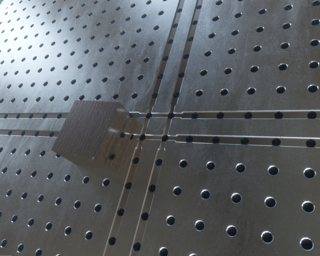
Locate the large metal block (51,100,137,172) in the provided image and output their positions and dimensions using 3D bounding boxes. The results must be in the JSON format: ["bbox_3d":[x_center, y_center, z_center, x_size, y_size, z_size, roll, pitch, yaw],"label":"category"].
[{"bbox_3d":[-0.090,0.009,0.432,0.080,0.050,0.080,5,64,30],"label":"large metal block"}]
